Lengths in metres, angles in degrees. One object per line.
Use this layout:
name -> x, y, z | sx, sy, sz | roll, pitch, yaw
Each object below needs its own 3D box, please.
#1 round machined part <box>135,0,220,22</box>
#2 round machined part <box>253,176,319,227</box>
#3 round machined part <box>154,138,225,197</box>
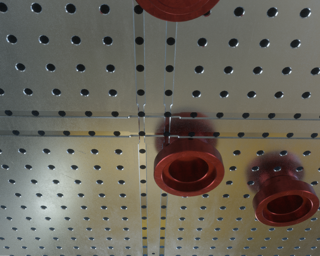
round machined part -> 0.017, -0.143, 0.279 | 0.099, 0.042, 0.097 | -1, 130, 0
round machined part -> 0.199, 0.115, 0.502 | 0.099, 0.042, 0.097 | -1, 130, 0
round machined part -> 0.040, 0.052, 0.446 | 0.099, 0.042, 0.097 | 0, 130, 0
